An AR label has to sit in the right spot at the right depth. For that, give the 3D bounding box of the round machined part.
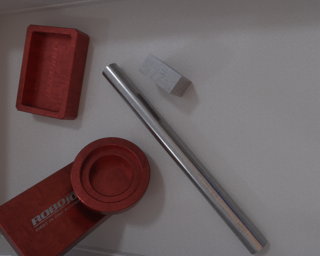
[{"bbox_3d":[-0.063,0.065,0.406,0.099,0.042,0.098,3,63,-6],"label":"round machined part"}]

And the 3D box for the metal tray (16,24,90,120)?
[{"bbox_3d":[-0.161,-0.083,0.462,0.090,0.030,0.129,11,94,19],"label":"metal tray"}]

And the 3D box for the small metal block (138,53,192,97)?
[{"bbox_3d":[0.008,-0.066,0.394,0.050,0.050,0.025,38,102,15],"label":"small metal block"}]

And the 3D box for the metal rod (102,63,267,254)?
[{"bbox_3d":[0.024,0.030,0.401,0.025,0.025,0.300,-43,77,14],"label":"metal rod"}]

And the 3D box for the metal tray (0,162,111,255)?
[{"bbox_3d":[-0.130,0.109,0.403,0.090,0.131,0.030,44,140,14],"label":"metal tray"}]
